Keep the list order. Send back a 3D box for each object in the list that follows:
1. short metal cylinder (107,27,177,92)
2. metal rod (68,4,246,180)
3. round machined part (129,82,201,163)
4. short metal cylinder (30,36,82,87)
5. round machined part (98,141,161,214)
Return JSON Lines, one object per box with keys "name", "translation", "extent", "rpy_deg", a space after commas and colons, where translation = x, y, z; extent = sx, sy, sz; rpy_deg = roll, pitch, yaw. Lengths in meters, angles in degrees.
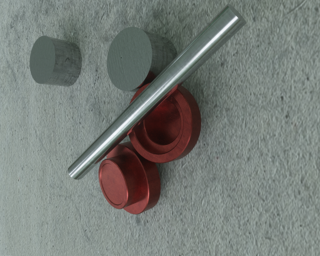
{"name": "short metal cylinder", "translation": [-0.024, -0.086, 0.406], "extent": [0.080, 0.050, 0.079], "rpy_deg": [0, 90, 40]}
{"name": "metal rod", "translation": [-0.024, -0.021, 0.364], "extent": [0.299, 0.025, 0.025], "rpy_deg": [-41, 65, 32]}
{"name": "round machined part", "translation": [0.009, -0.008, 0.383], "extent": [0.098, 0.042, 0.097], "rpy_deg": [3, 95, 37]}
{"name": "short metal cylinder", "translation": [-0.181, -0.113, 0.534], "extent": [0.080, 0.050, 0.079], "rpy_deg": [0, 90, 39]}
{"name": "round machined part", "translation": [-0.047, 0.069, 0.416], "extent": [0.098, 0.042, 0.097], "rpy_deg": [17, 113, 46]}
